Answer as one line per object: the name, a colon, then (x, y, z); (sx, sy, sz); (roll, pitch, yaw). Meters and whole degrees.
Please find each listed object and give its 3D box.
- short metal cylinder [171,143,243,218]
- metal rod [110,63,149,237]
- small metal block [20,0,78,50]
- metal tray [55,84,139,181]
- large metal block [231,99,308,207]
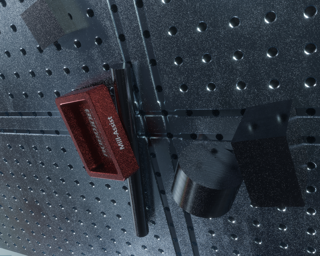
short metal cylinder: (0.058, 0.063, 0.384); (0.080, 0.080, 0.050); (22, 126, 15)
metal rod: (-0.041, 0.051, 0.462); (0.025, 0.025, 0.298); (10, 123, 22)
small metal block: (-0.143, -0.137, 0.400); (0.050, 0.025, 0.050); (-18, 109, 34)
metal tray: (-0.089, 0.009, 0.437); (0.090, 0.030, 0.129); (-4, 113, 45)
large metal block: (0.120, 0.026, 0.328); (0.050, 0.080, 0.080); (-10, 114, 32)
